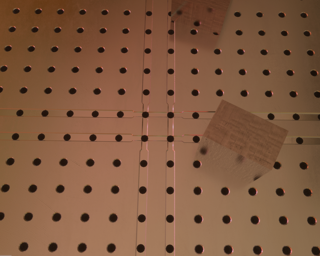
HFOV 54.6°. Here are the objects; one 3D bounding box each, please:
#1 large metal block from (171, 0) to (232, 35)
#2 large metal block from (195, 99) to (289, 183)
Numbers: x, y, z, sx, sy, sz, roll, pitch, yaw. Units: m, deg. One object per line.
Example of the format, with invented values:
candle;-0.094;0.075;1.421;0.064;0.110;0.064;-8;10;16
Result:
large metal block;0.068;-0.200;0.472;0.080;0.050;0.080;19;71;7
large metal block;0.094;0.019;0.376;0.080;0.080;0.050;27;73;9
